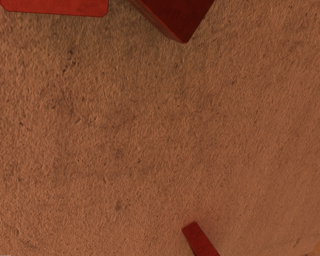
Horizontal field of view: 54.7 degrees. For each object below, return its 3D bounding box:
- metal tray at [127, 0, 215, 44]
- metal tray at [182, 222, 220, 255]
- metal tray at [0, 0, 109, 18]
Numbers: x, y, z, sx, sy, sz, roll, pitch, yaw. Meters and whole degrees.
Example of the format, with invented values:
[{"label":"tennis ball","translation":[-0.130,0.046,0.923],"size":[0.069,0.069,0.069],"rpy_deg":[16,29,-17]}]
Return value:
[{"label":"metal tray","translation":[0.005,-0.151,0.289],"size":[0.130,0.030,0.090],"rpy_deg":[28,95,-49]},{"label":"metal tray","translation":[0.088,0.241,0.561],"size":[0.030,0.090,0.129],"rpy_deg":[-30,129,-9]},{"label":"metal tray","translation":[-0.087,-0.163,0.255],"size":[0.091,0.030,0.129],"rpy_deg":[-6,121,-26]}]
